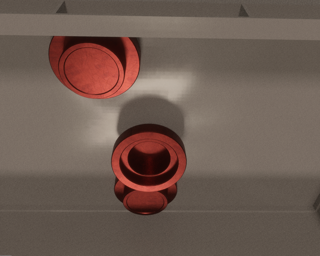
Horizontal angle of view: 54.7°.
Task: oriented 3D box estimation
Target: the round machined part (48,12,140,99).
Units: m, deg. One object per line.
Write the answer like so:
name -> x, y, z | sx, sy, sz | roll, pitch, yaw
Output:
round machined part -> -0.071, -0.071, 0.337 | 0.099, 0.042, 0.097 | -1, 130, 0

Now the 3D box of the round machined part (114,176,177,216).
round machined part -> -0.022, 0.100, 0.483 | 0.099, 0.042, 0.097 | -1, 130, 0

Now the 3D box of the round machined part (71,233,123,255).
round machined part -> -0.121, 0.242, 0.605 | 0.099, 0.042, 0.097 | -1, 130, 0

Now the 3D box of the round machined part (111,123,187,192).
round machined part -> -0.015, 0.036, 0.421 | 0.099, 0.042, 0.097 | -1, 120, -1
